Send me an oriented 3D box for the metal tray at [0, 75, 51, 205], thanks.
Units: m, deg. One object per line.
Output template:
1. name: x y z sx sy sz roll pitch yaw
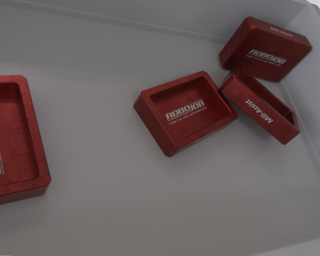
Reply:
1. metal tray: -0.169 0.010 0.304 0.091 0.030 0.130 -9 66 -32

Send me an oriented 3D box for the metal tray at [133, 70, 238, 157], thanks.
1. metal tray: 0.039 -0.025 0.438 0.131 0.030 0.090 -24 75 -37

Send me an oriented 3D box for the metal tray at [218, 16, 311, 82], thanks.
1. metal tray: 0.181 -0.132 0.539 0.131 0.089 0.030 9 51 -23

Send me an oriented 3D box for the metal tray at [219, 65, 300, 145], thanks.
1. metal tray: 0.158 -0.041 0.491 0.130 0.030 0.090 41 28 -1
